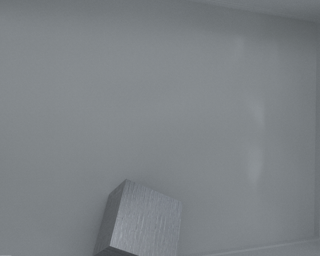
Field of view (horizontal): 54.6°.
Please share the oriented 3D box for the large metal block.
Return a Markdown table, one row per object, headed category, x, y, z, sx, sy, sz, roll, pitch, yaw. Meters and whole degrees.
| category | x | y | z | sx | sy | sz | roll | pitch | yaw |
| --- | --- | --- | --- | --- | --- | --- | --- | --- | --- |
| large metal block | -0.024 | 0.119 | 0.369 | 0.080 | 0.050 | 0.080 | 27 | 46 | -18 |
